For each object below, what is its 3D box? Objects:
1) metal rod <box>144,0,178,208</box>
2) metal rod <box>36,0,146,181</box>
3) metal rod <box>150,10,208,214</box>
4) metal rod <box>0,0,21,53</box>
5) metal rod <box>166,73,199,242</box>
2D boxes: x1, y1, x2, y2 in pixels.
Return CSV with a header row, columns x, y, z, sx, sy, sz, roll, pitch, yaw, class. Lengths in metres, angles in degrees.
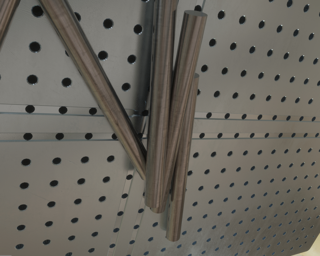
x,y,z,sx,sy,sz,roll,pitch,yaw,class
0.000,-0.032,0.373,0.025,0.025,0.298,-8,116,-25,metal rod
-0.065,-0.041,0.351,0.025,0.025,0.299,-31,129,-9,metal rod
0.017,0.002,0.408,0.025,0.025,0.298,-8,127,-25,metal rod
-0.202,0.003,0.302,0.025,0.025,0.298,19,108,-36,metal rod
0.030,0.061,0.467,0.025,0.025,0.298,-11,123,-23,metal rod
